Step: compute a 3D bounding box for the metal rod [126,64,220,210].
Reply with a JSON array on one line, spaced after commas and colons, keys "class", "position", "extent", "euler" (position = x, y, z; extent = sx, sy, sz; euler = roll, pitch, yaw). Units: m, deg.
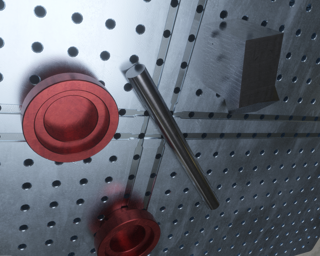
[{"class": "metal rod", "position": [0.032, 0.034, 0.449], "extent": [0.025, 0.025, 0.299], "euler": [-35, 129, -5]}]

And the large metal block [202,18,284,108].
[{"class": "large metal block", "position": [0.096, -0.082, 0.377], "extent": [0.050, 0.080, 0.079], "euler": [-16, 125, -19]}]

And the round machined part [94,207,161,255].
[{"class": "round machined part", "position": [-0.052, 0.160, 0.471], "extent": [0.099, 0.042, 0.097], "euler": [-14, 124, -21]}]

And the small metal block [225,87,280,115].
[{"class": "small metal block", "position": [0.129, -0.040, 0.439], "extent": [0.050, 0.050, 0.025], "euler": [-8, 78, -25]}]

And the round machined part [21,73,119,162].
[{"class": "round machined part", "position": [-0.098, -0.014, 0.338], "extent": [0.099, 0.042, 0.097], "euler": [-14, 124, -21]}]
